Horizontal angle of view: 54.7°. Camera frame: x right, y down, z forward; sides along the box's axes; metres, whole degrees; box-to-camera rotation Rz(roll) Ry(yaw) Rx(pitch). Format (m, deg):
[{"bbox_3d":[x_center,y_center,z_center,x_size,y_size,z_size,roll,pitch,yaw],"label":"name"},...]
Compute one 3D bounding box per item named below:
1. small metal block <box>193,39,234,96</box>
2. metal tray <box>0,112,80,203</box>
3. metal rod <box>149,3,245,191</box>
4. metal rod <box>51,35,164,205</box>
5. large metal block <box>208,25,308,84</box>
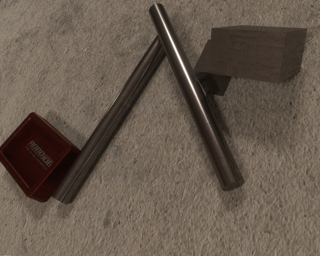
[{"bbox_3d":[0.072,-0.077,0.396,0.025,0.050,0.050,13,69,35],"label":"small metal block"},{"bbox_3d":[-0.186,0.040,0.471,0.130,0.030,0.090,32,79,37],"label":"metal tray"},{"bbox_3d":[0.036,-0.061,0.402,0.025,0.025,0.299,-26,58,12],"label":"metal rod"},{"bbox_3d":[-0.060,-0.029,0.450,0.025,0.025,0.300,20,72,35],"label":"metal rod"},{"bbox_3d":[0.113,-0.089,0.356,0.080,0.050,0.081,16,26,34],"label":"large metal block"}]
